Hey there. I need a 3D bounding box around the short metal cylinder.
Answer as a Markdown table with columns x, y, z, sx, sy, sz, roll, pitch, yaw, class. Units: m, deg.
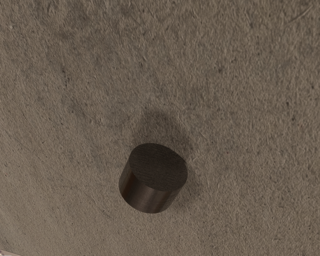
| x | y | z | sx | sy | sz | roll | pitch | yaw | class |
| --- | --- | --- | --- | --- | --- | --- | --- | --- | --- |
| -0.010 | 0.066 | 0.416 | 0.080 | 0.080 | 0.050 | 32 | 128 | 7 | short metal cylinder |
